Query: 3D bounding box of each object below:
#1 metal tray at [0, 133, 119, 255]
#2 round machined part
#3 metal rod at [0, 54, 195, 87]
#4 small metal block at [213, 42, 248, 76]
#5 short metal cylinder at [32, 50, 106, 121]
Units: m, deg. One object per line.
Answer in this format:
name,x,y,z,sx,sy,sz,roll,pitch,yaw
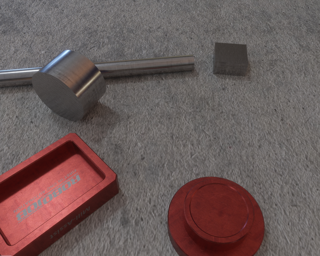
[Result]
metal tray,-0.122,0.071,0.338,0.131,0.030,0.090,-35,59,-26
round machined part,0.057,0.091,0.316,0.099,0.042,0.098,0,50,0
metal rod,-0.098,-0.088,0.475,0.302,0.025,0.025,-6,50,-6
small metal block,0.112,-0.111,0.498,0.050,0.025,0.050,5,50,4
short metal cylinder,-0.120,-0.056,0.413,0.080,0.080,0.050,22,53,17
